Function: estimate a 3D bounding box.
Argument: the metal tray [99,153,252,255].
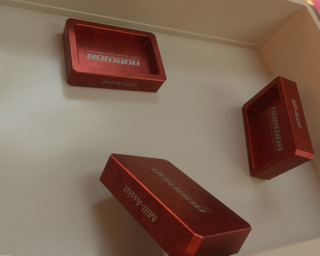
[{"bbox_3d":[0.012,0.072,0.303,0.091,0.030,0.130,13,16,-47],"label":"metal tray"}]

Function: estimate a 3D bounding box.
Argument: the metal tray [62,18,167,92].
[{"bbox_3d":[-0.062,-0.099,0.429,0.131,0.030,0.090,1,61,-28],"label":"metal tray"}]

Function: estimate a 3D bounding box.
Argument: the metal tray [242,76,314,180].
[{"bbox_3d":[0.167,0.000,0.455,0.030,0.090,0.130,16,55,-20],"label":"metal tray"}]
